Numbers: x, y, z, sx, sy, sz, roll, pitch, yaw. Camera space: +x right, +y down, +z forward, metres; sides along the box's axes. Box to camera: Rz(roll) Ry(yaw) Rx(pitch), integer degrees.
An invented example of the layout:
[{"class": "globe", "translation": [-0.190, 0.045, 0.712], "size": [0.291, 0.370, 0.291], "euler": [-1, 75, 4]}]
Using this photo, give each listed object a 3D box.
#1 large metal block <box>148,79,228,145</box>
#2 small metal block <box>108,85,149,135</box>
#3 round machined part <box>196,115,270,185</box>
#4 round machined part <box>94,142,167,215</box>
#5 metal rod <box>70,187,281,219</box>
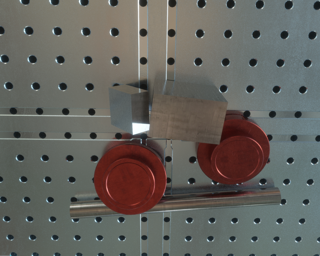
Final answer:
[{"class": "large metal block", "translation": [0.030, -0.023, 0.376], "size": [0.081, 0.080, 0.050], "euler": [7, 110, -3]}, {"class": "small metal block", "translation": [-0.039, -0.024, 0.388], "size": [0.025, 0.050, 0.050], "euler": [-17, 116, -36]}, {"class": "round machined part", "translation": [0.100, 0.034, 0.418], "size": [0.099, 0.042, 0.097], "euler": [0, 110, 0]}, {"class": "round machined part", "translation": [-0.040, 0.070, 0.417], "size": [0.099, 0.042, 0.097], "euler": [0, 95, 1]}, {"class": "metal rod", "translation": [0.022, 0.110, 0.453], "size": [0.302, 0.025, 0.025], "euler": [-4, 110, 1]}]
